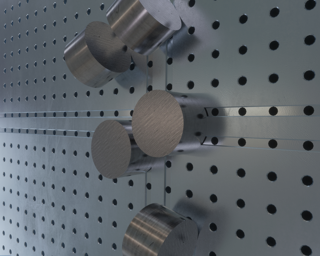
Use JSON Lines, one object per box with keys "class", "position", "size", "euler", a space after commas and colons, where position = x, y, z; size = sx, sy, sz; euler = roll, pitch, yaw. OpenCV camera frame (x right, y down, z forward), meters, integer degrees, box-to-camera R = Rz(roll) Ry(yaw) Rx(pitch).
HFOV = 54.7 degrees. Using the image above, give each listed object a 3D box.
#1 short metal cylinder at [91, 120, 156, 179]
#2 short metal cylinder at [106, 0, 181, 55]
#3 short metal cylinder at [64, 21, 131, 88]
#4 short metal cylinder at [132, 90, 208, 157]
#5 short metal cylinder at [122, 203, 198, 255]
{"class": "short metal cylinder", "position": [-0.051, 0.028, 0.435], "size": [0.080, 0.050, 0.079], "euler": [0, 90, 40]}
{"class": "short metal cylinder", "position": [-0.019, -0.139, 0.389], "size": [0.050, 0.081, 0.080], "euler": [-36, 68, 34]}
{"class": "short metal cylinder", "position": [-0.089, -0.105, 0.447], "size": [0.050, 0.081, 0.080], "euler": [-26, 74, 37]}
{"class": "short metal cylinder", "position": [0.011, -0.005, 0.384], "size": [0.080, 0.050, 0.079], "euler": [0, 90, 40]}
{"class": "short metal cylinder", "position": [0.002, 0.138, 0.372], "size": [0.050, 0.081, 0.079], "euler": [18, 102, 38]}
